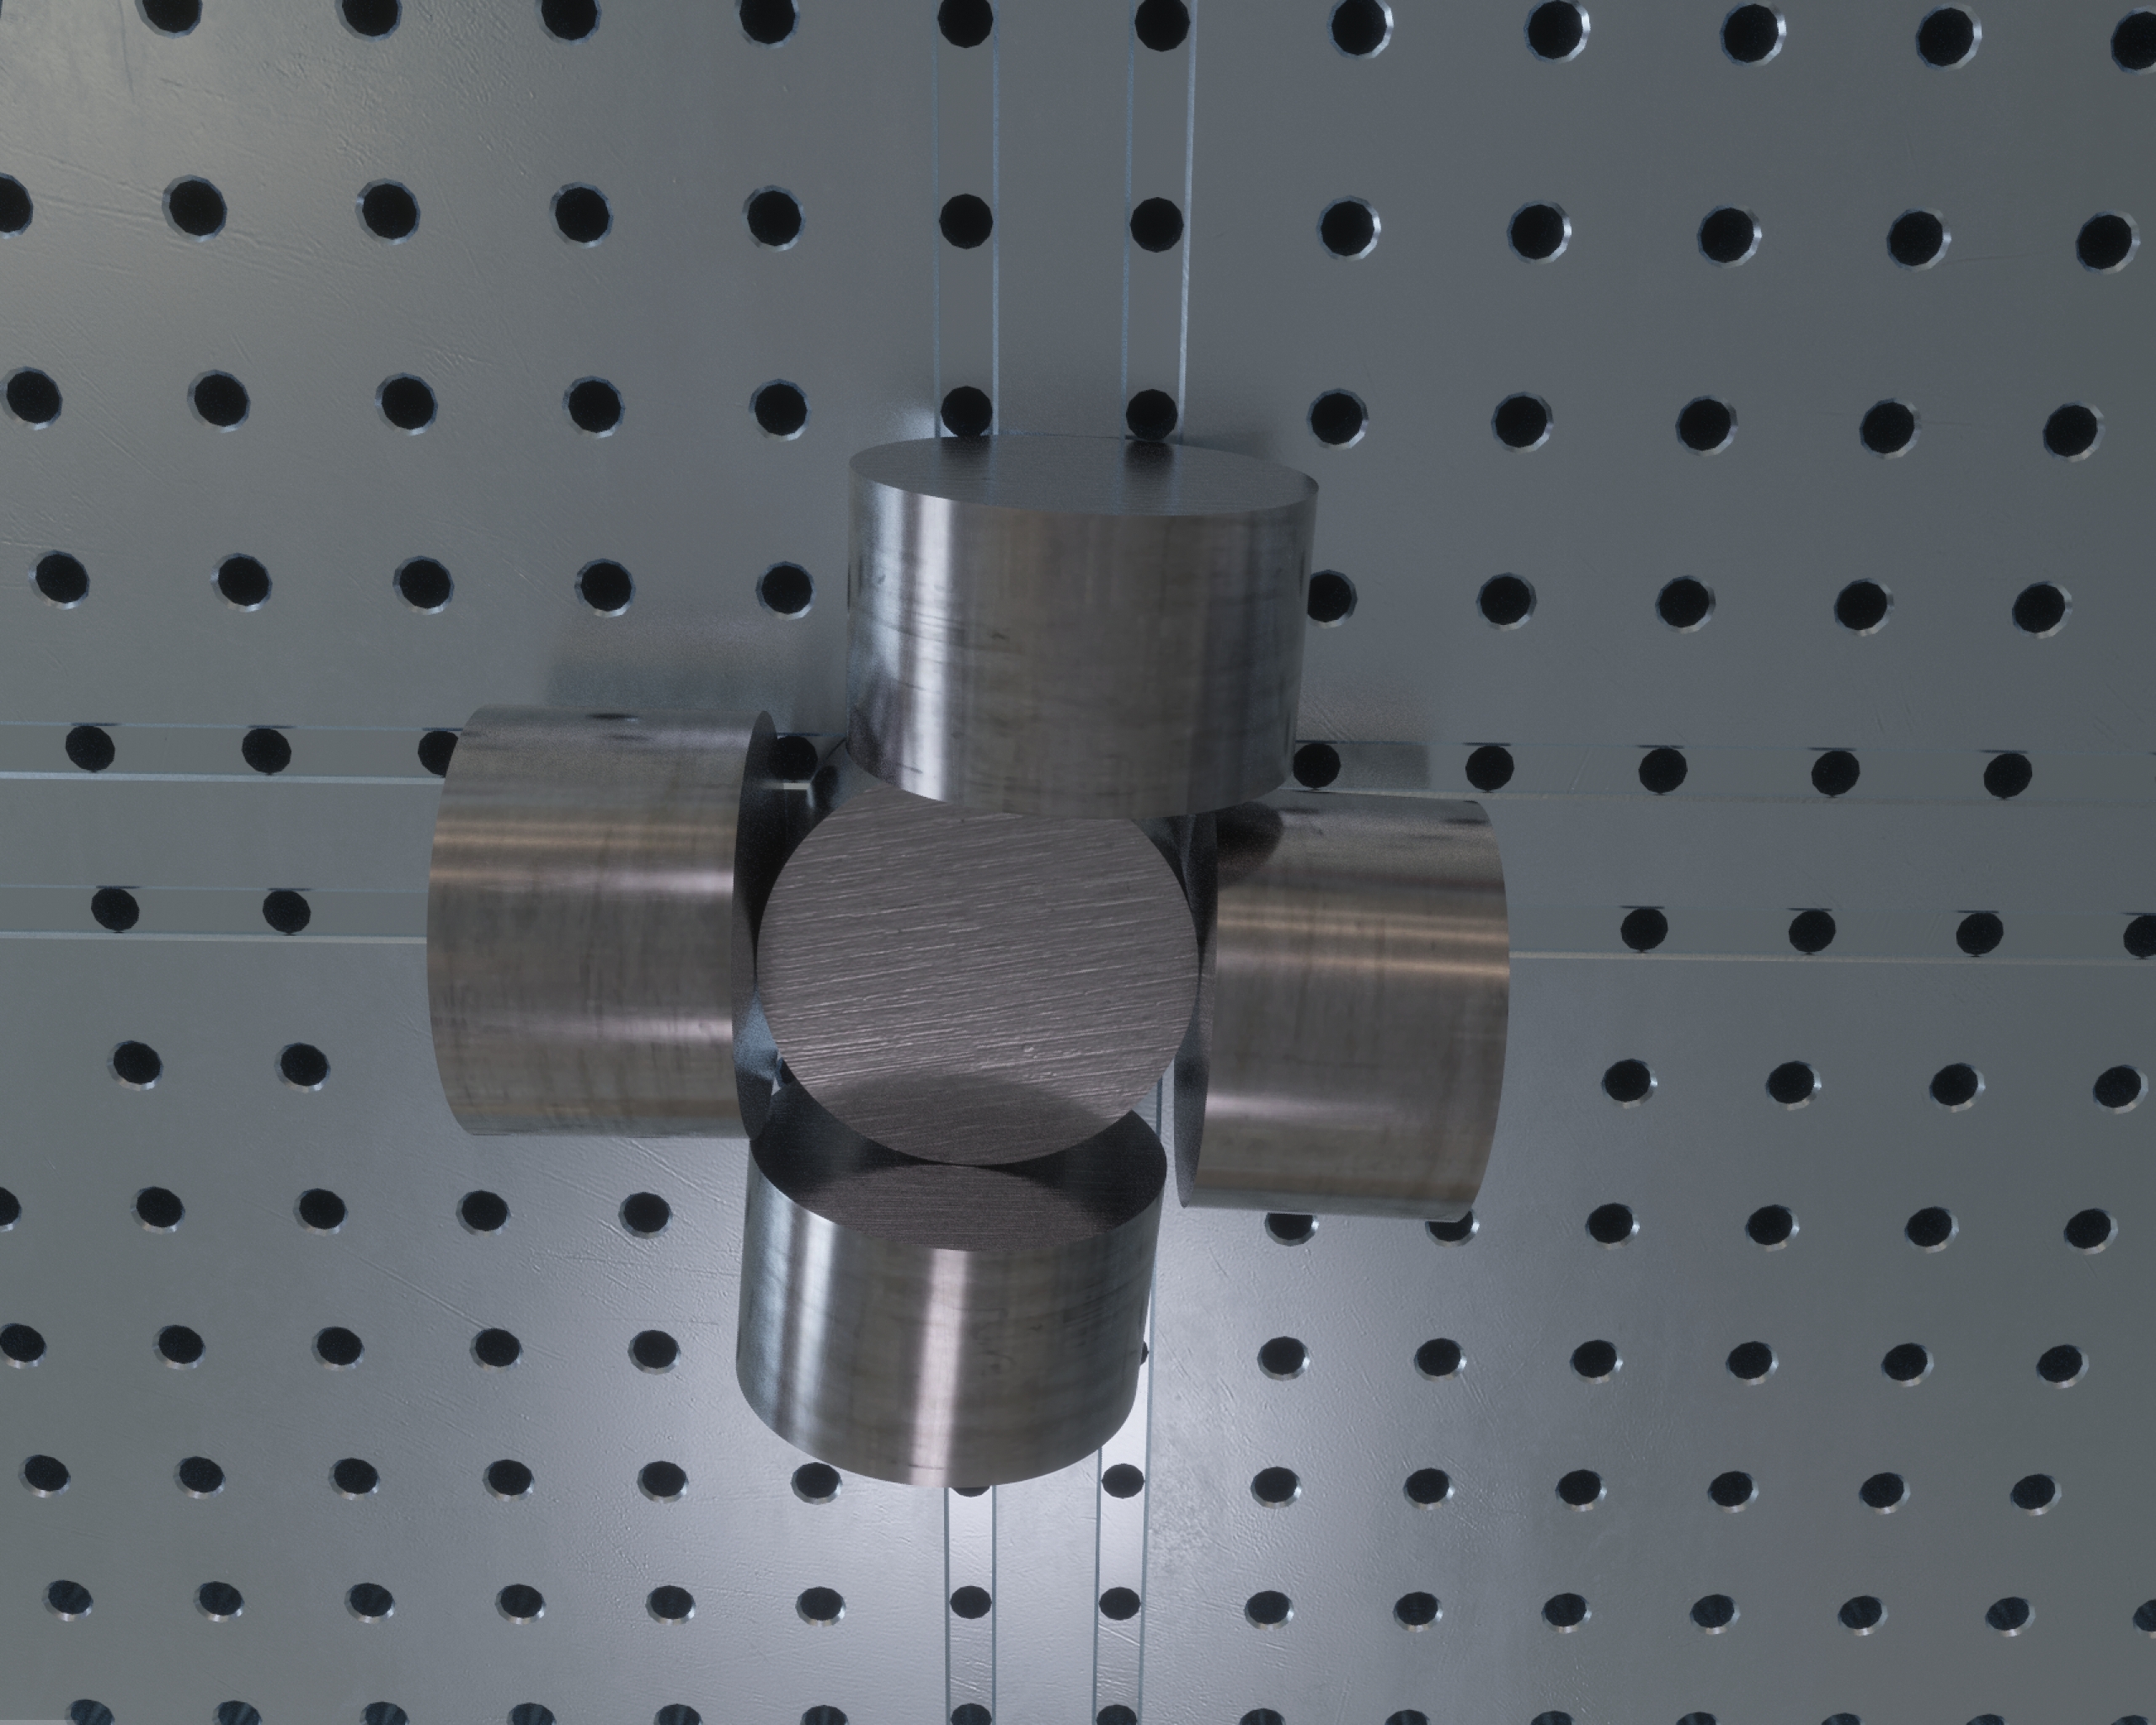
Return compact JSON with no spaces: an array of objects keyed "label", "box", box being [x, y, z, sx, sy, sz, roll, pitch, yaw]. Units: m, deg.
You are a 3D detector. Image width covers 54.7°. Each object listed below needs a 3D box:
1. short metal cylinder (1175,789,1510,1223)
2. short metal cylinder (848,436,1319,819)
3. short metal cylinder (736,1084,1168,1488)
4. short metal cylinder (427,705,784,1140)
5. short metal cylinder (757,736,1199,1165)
[{"label":"short metal cylinder","box":[0.047,0.026,0.394,0.050,0.080,0.079,3,110,-2]},{"label":"short metal cylinder","box":[0.000,-0.044,0.367,0.081,0.080,0.050,3,110,-1]},{"label":"short metal cylinder","box":[-0.025,0.077,0.411,0.081,0.080,0.050,6,110,-2]},{"label":"short metal cylinder","box":[-0.084,0.011,0.387,0.050,0.080,0.079,1,110,-1]},{"label":"short metal cylinder","box":[-0.019,0.011,0.404,0.081,0.050,0.079,-1,110,-1]}]
